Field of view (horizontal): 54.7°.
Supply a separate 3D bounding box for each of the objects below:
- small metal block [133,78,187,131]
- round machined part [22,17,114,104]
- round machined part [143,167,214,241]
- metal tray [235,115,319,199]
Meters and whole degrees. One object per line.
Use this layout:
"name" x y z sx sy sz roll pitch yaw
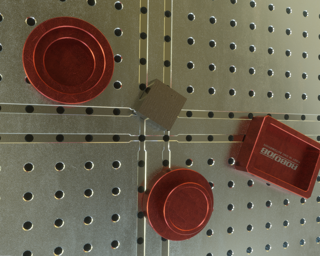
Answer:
"small metal block" 0.000 -0.030 0.414 0.050 0.025 0.050 32 80 -18
"round machined part" -0.107 -0.076 0.365 0.099 0.042 0.097 0 90 -21
"round machined part" 0.030 0.104 0.416 0.099 0.042 0.097 0 90 -21
"metal tray" 0.189 0.046 0.481 0.131 0.030 0.090 25 82 -19
